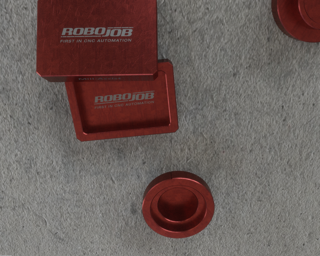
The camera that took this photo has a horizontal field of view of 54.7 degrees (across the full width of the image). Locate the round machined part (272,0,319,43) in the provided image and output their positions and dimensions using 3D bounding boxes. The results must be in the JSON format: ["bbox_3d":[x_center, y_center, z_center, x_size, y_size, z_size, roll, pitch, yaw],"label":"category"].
[{"bbox_3d":[0.182,-0.147,0.349,0.099,0.042,0.097,0,110,-1],"label":"round machined part"}]

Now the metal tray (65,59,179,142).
[{"bbox_3d":[-0.046,-0.035,0.393,0.131,0.030,0.089,-6,110,1],"label":"metal tray"}]

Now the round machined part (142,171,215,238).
[{"bbox_3d":[0.025,0.103,0.439,0.099,0.042,0.097,0,110,-1],"label":"round machined part"}]

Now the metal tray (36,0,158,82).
[{"bbox_3d":[-0.068,-0.100,0.350,0.131,0.030,0.089,-1,86,0],"label":"metal tray"}]
